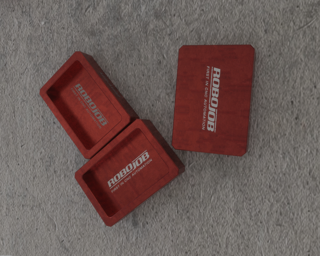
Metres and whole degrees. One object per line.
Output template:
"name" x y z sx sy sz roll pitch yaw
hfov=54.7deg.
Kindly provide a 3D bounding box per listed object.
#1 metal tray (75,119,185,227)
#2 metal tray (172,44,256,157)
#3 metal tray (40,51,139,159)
"metal tray" -0.043 0.060 0.421 0.130 0.030 0.090 -40 78 15
"metal tray" 0.066 -0.035 0.383 0.090 0.030 0.129 5 92 19
"metal tray" -0.103 -0.032 0.442 0.090 0.030 0.130 -42 77 15
